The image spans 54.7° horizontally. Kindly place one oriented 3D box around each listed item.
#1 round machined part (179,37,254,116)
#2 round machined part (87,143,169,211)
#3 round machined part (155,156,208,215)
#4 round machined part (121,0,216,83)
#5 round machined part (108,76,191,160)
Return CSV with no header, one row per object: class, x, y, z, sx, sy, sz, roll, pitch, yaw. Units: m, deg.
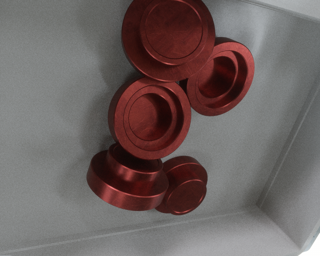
round machined part,0.067,-0.067,0.395,0.099,0.042,0.097,-14,125,-21
round machined part,-0.035,0.052,0.376,0.099,0.098,0.042,8,115,-32
round machined part,0.032,0.095,0.476,0.099,0.042,0.097,-14,125,-21
round machined part,0.011,-0.097,0.318,0.099,0.042,0.097,-1,95,-10
round machined part,-0.015,-0.014,0.369,0.099,0.042,0.097,-5,101,-27
